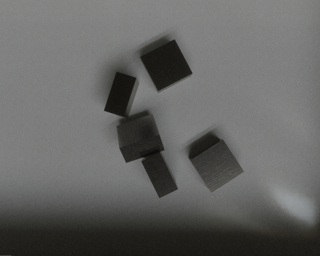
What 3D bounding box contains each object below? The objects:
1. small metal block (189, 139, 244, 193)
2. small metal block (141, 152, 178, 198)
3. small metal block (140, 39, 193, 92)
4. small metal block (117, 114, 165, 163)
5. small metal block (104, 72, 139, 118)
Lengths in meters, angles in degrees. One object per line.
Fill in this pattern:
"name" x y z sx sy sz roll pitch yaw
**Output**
"small metal block" 0.074 0.049 0.412 0.050 0.025 0.050 -33 90 0
"small metal block" 0.000 0.057 0.399 0.025 0.050 0.050 -26 90 0
"small metal block" 0.008 -0.081 0.411 0.050 0.025 0.050 -28 90 0
"small metal block" -0.026 0.012 0.396 0.050 0.050 0.025 -18 124 0
"small metal block" -0.048 -0.041 0.398 0.025 0.050 0.050 18 90 0
